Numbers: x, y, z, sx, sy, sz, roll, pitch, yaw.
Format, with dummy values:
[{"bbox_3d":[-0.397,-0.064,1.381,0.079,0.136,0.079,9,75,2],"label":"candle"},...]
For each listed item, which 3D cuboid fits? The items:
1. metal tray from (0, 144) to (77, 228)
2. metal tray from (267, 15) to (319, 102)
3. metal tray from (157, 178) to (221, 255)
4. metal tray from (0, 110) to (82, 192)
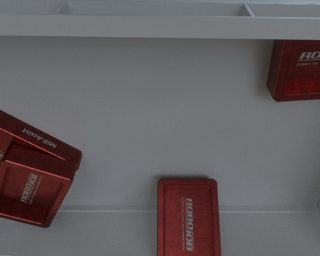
[{"bbox_3d":[-0.183,0.087,0.437,0.091,0.030,0.129,21,127,-18],"label":"metal tray"},{"bbox_3d":[0.193,-0.077,0.341,0.131,0.030,0.089,-4,130,3],"label":"metal tray"},{"bbox_3d":[0.041,0.143,0.463,0.091,0.130,0.030,1,160,-1],"label":"metal tray"},{"bbox_3d":[-0.190,0.040,0.438,0.130,0.030,0.090,32,123,-25],"label":"metal tray"}]
